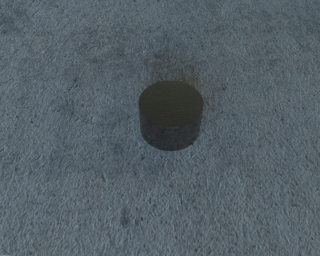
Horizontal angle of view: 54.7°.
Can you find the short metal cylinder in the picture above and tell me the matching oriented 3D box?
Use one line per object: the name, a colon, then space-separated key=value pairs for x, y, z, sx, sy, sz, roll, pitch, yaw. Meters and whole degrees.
short metal cylinder: x=0.014 y=-0.016 z=0.402 sx=0.081 sy=0.050 sz=0.080 roll=0 pitch=50 yaw=0
